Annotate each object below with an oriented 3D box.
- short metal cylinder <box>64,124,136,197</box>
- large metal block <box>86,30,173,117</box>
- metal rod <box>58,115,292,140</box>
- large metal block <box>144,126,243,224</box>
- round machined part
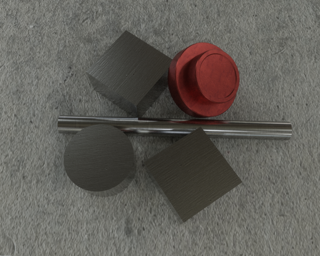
[{"bbox_3d":[-0.070,0.041,0.380,0.081,0.050,0.080,0,70,0],"label":"short metal cylinder"},{"bbox_3d":[-0.037,-0.071,0.419,0.080,0.050,0.080,35,73,11],"label":"large metal block"},{"bbox_3d":[0.019,0.000,0.411,0.302,0.025,0.025,2,70,0],"label":"metal rod"},{"bbox_3d":[0.037,0.058,0.375,0.080,0.050,0.080,-32,73,-11],"label":"large metal block"},{"bbox_3d":[0.063,-0.063,0.399,0.099,0.042,0.097,2,85,-27],"label":"round machined part"}]
